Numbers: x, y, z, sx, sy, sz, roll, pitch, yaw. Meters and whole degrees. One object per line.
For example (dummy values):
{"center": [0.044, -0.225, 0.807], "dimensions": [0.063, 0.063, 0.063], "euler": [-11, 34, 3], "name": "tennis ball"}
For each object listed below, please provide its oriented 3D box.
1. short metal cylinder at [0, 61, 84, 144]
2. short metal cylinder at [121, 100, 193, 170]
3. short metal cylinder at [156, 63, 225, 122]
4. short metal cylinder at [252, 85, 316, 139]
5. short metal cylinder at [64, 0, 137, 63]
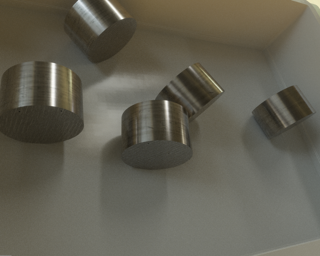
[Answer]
{"center": [-0.121, -0.023, 0.319], "dimensions": [0.081, 0.080, 0.050], "euler": [5, 60, -26], "name": "short metal cylinder"}
{"center": [-0.005, 0.010, 0.361], "dimensions": [0.081, 0.080, 0.050], "euler": [10, 58, -23], "name": "short metal cylinder"}
{"center": [0.040, -0.042, 0.417], "dimensions": [0.081, 0.080, 0.050], "euler": [-35, 82, -38], "name": "short metal cylinder"}
{"center": [0.195, -0.024, 0.489], "dimensions": [0.081, 0.080, 0.050], "euler": [-18, 71, -35], "name": "short metal cylinder"}
{"center": [-0.078, -0.133, 0.409], "dimensions": [0.050, 0.080, 0.081], "euler": [49, 51, 6], "name": "short metal cylinder"}
